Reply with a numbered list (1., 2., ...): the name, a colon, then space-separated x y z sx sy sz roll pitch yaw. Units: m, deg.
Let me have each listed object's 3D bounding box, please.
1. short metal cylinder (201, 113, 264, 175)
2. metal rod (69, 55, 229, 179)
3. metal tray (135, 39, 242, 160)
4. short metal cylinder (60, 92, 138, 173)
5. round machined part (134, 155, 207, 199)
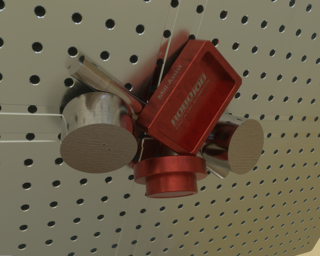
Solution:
1. short metal cylinder: 0.106 0.022 0.451 0.081 0.050 0.079 -11 108 -37
2. metal rod: 0.008 0.003 0.417 0.025 0.025 0.301 -49 129 6
3. metal tray: 0.040 -0.033 0.390 0.090 0.030 0.130 37 84 -39
4. short metal cylinder: -0.068 0.006 0.346 0.081 0.050 0.080 -8 136 -7
5. round machined part: 0.015 0.069 0.416 0.099 0.042 0.098 -4 161 -1
